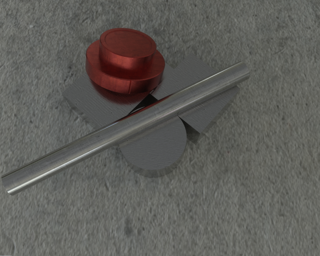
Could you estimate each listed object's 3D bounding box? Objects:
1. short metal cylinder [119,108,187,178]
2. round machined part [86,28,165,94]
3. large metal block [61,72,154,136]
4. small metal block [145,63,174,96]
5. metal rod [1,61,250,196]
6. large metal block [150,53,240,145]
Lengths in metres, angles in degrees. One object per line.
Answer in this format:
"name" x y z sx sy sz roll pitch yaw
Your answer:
"short metal cylinder" -0.009 0.018 0.389 0.081 0.050 0.080 0 70 0
"round machined part" -0.041 -0.089 0.385 0.099 0.042 0.098 8 43 -8
"large metal block" -0.065 -0.037 0.408 0.080 0.050 0.080 40 75 13
"small metal block" -0.010 -0.070 0.434 0.050 0.025 0.050 41 75 13
"metal rod" -0.030 -0.005 0.357 0.302 0.025 0.025 -27 73 -10
"large metal block" 0.044 -0.038 0.411 0.080 0.050 0.080 40 74 13
